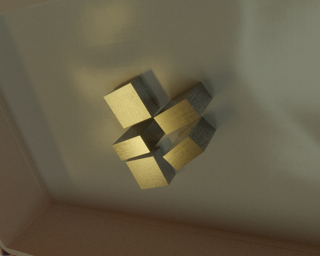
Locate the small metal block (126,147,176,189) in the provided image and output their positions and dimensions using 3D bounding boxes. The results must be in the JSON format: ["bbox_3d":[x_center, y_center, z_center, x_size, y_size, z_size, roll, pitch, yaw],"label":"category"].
[{"bbox_3d":[-0.013,0.059,0.451,0.050,0.025,0.050,-15,111,34],"label":"small metal block"}]

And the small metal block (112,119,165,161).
[{"bbox_3d":[-0.027,0.014,0.414,0.050,0.050,0.025,-19,108,35],"label":"small metal block"}]

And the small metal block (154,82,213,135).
[{"bbox_3d":[0.028,-0.023,0.362,0.050,0.050,0.025,-29,102,37],"label":"small metal block"}]

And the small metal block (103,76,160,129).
[{"bbox_3d":[-0.037,-0.033,0.406,0.050,0.025,0.050,-21,108,35],"label":"small metal block"}]

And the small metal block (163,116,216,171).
[{"bbox_3d":[0.037,0.019,0.384,0.025,0.050,0.050,45,129,-3],"label":"small metal block"}]
